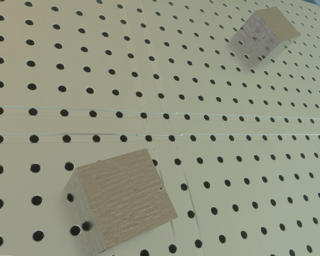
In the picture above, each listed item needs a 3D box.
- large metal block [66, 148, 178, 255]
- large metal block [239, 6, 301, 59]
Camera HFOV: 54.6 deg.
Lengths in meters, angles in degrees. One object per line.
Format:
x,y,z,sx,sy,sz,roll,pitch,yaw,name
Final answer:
-0.041,0.076,0.324,0.081,0.050,0.080,-14,69,-34,large metal block
0.224,-0.195,0.630,0.081,0.050,0.080,-25,76,-37,large metal block
